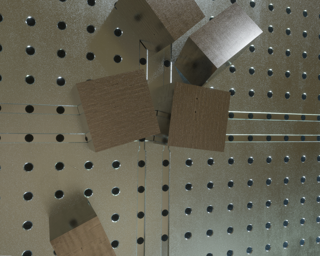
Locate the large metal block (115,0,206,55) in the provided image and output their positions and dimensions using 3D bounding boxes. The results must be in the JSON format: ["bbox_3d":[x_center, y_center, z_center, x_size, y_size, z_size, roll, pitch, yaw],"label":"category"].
[{"bbox_3d":[-0.003,-0.145,0.383,0.050,0.080,0.080,-42,104,-15],"label":"large metal block"}]

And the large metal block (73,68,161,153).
[{"bbox_3d":[-0.054,-0.022,0.380,0.081,0.050,0.080,-17,96,-20],"label":"large metal block"}]

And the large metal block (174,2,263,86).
[{"bbox_3d":[0.073,-0.103,0.406,0.080,0.080,0.050,-40,87,-16],"label":"large metal block"}]

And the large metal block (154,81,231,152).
[{"bbox_3d":[0.043,-0.013,0.416,0.081,0.050,0.080,8,88,-20],"label":"large metal block"}]

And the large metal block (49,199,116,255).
[{"bbox_3d":[-0.084,0.137,0.353,0.050,0.080,0.080,-26,99,-18],"label":"large metal block"}]
